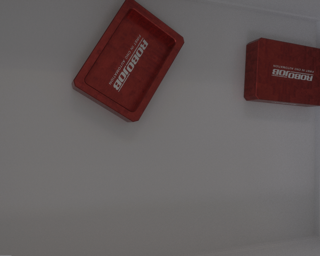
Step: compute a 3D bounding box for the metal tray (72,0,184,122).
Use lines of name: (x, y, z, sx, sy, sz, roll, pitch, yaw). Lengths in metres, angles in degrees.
metal tray: (-0.039, -0.083, 0.393, 0.090, 0.030, 0.130, 33, 79, -17)

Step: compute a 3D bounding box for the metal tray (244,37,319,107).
metal tray: (0.196, -0.083, 0.480, 0.131, 0.030, 0.089, 3, 89, -20)
